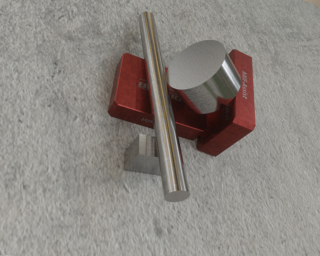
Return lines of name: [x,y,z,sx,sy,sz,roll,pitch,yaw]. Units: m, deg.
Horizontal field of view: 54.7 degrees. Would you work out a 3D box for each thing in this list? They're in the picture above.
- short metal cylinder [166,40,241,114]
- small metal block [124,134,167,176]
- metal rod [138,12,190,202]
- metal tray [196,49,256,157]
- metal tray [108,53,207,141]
short metal cylinder: [0.055,-0.065,0.394,0.050,0.080,0.080,46,41,-41]
small metal block: [-0.010,0.033,0.364,0.050,0.050,0.025,12,57,-22]
metal rod: [-0.002,-0.052,0.387,0.025,0.025,0.300,10,48,-23]
metal tray: [0.091,-0.036,0.436,0.030,0.090,0.130,21,54,-16]
metal tray: [0.001,-0.042,0.429,0.131,0.030,0.090,17,55,-19]
